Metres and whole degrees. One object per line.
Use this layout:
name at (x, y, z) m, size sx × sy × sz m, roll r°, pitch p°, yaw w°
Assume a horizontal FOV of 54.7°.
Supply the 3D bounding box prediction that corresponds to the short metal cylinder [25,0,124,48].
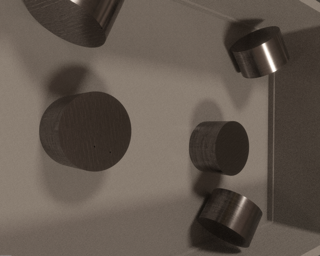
short metal cylinder at (-0.081, -0.124, 0.303) m, size 0.080 × 0.080 × 0.050 m, roll 32°, pitch 70°, yaw -36°

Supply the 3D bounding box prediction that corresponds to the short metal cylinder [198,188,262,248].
short metal cylinder at (0.104, 0.134, 0.461) m, size 0.080 × 0.080 × 0.050 m, roll 49°, pitch 61°, yaw -29°

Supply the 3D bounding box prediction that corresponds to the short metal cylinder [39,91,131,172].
short metal cylinder at (-0.078, 0.003, 0.327) m, size 0.081 × 0.050 × 0.079 m, roll 0°, pitch 90°, yaw -40°

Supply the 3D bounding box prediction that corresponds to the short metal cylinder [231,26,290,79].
short metal cylinder at (0.165, -0.125, 0.512) m, size 0.080 × 0.080 × 0.050 m, roll -47°, pitch 118°, yaw -30°

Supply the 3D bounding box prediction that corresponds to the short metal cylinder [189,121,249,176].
short metal cylinder at (0.090, 0.029, 0.469) m, size 0.081 × 0.050 × 0.079 m, roll 0°, pitch 90°, yaw -40°
